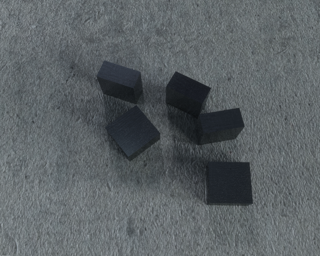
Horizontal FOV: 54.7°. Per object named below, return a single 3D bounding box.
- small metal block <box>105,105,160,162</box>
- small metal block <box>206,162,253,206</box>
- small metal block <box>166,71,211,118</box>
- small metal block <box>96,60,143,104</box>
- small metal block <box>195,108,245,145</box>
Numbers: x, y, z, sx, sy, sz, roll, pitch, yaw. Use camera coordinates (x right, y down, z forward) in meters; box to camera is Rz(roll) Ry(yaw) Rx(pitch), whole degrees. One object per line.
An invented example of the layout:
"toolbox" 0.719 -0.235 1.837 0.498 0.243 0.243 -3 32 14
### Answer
"small metal block" -0.035 0.007 0.405 0.050 0.025 0.050 -37 74 -12
"small metal block" 0.084 0.069 0.383 0.050 0.025 0.050 1 70 0
"small metal block" 0.036 -0.043 0.411 0.050 0.050 0.025 27 73 9
"small metal block" -0.052 -0.060 0.416 0.050 0.050 0.025 19 71 6
"small metal block" 0.074 -0.001 0.395 0.050 0.050 0.025 -10 71 -4
